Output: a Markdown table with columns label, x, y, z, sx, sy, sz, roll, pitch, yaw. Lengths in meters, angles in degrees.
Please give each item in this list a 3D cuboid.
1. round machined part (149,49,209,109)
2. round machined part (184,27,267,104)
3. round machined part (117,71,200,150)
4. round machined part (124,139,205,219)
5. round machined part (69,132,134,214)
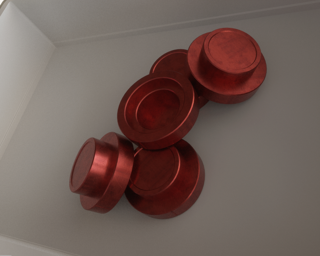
| label | x | y | z | sx | sy | sz | roll | pitch | yaw |
| --- | --- | --- | --- | --- | --- | --- | --- | --- | --- |
| round machined part | 0.024 | -0.068 | 0.420 | 0.098 | 0.042 | 0.098 | -13 | 56 | 20 |
| round machined part | 0.081 | -0.081 | 0.372 | 0.099 | 0.042 | 0.098 | 3 | 63 | -5 |
| round machined part | 0.001 | -0.018 | 0.374 | 0.098 | 0.042 | 0.098 | -13 | 56 | 20 |
| round machined part | -0.001 | 0.052 | 0.360 | 0.098 | 0.042 | 0.098 | -13 | 56 | 20 |
| round machined part | -0.075 | 0.050 | 0.373 | 0.098 | 0.042 | 0.098 | -39 | 38 | 40 |
